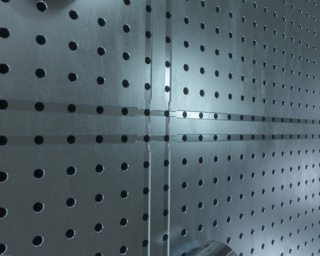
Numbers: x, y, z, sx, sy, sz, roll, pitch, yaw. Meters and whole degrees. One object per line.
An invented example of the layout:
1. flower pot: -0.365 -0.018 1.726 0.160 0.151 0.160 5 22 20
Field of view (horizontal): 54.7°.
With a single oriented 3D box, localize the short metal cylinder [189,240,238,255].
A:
1. short metal cylinder: 0.075 0.208 0.437 0.050 0.080 0.079 -20 103 -38
